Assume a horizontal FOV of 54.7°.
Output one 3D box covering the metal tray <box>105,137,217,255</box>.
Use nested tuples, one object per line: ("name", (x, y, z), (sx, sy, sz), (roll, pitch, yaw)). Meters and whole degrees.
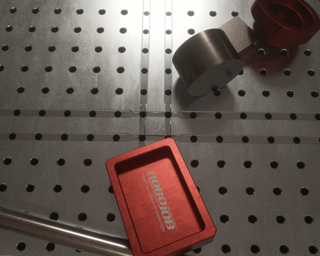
("metal tray", (-0.002, 0.083, 0.362), (0.091, 0.030, 0.130), (-19, 58, -8))

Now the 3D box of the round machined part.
("round machined part", (0.176, -0.155, 0.451), (0.099, 0.042, 0.098), (9, 55, -13))

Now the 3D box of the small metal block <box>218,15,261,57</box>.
("small metal block", (0.110, -0.131, 0.461), (0.050, 0.025, 0.050), (-35, 74, -12))

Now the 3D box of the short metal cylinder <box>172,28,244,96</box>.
("short metal cylinder", (0.064, -0.086, 0.415), (0.080, 0.080, 0.050), (-23, 72, -8))

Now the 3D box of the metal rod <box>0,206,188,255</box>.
("metal rod", (-0.106, 0.127, 0.364), (0.302, 0.025, 0.025), (13, 71, 4))
